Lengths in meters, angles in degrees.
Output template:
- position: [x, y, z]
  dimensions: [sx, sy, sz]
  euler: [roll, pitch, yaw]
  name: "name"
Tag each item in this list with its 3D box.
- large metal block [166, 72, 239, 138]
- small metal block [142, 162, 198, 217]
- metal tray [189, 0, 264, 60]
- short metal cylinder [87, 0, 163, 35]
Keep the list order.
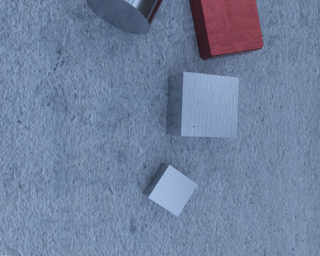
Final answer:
- position: [0.056, -0.029, 0.418]
  dimensions: [0.081, 0.050, 0.079]
  euler: [2, 89, -20]
  name: "large metal block"
- position: [0.014, 0.082, 0.415]
  dimensions: [0.050, 0.025, 0.050]
  euler: [37, 78, -17]
  name: "small metal block"
- position: [0.092, -0.169, 0.442]
  dimensions: [0.091, 0.030, 0.129]
  euler: [-13, 95, -20]
  name: "metal tray"
- position: [-0.039, -0.155, 0.366]
  dimensions: [0.080, 0.080, 0.050]
  euler: [26, 81, -19]
  name: "short metal cylinder"
